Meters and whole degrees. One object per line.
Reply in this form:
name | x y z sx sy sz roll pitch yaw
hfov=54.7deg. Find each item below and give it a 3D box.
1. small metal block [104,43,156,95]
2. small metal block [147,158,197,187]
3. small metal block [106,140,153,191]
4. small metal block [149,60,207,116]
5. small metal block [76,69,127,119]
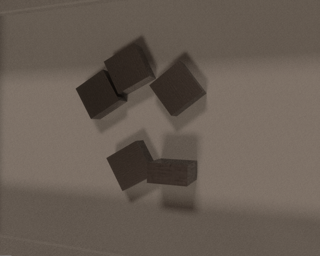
small metal block | -0.041 -0.079 0.424 0.050 0.025 0.050 -27 81 17
small metal block | 0.016 0.055 0.391 0.050 0.050 0.025 2 91 19
small metal block | -0.037 0.051 0.422 0.050 0.025 0.050 -30 80 17
small metal block | 0.023 -0.050 0.402 0.050 0.025 0.050 -38 78 15
small metal block | -0.083 -0.046 0.438 0.050 0.025 0.050 -31 80 17
